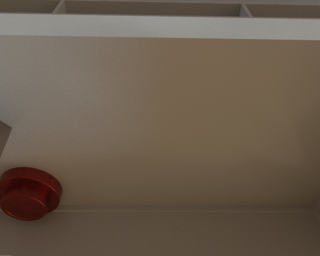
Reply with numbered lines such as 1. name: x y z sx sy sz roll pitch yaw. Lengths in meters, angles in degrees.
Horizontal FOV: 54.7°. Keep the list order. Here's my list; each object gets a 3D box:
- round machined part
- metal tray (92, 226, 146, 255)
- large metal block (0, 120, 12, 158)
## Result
1. round machined part: -0.209 0.110 0.489 0.099 0.042 0.097 -1 130 0
2. metal tray: -0.070 0.228 0.536 0.091 0.130 0.030 16 104 -14
3. large metal block: -0.238 0.013 0.374 0.050 0.080 0.080 -42 120 12
